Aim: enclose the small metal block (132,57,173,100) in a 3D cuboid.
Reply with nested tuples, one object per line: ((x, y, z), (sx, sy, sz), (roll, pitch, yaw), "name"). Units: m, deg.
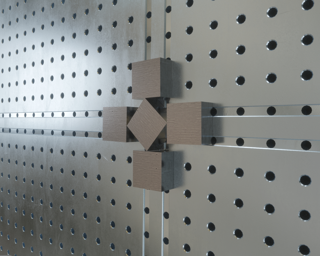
((-0.011, -0.064, 0.416), (0.050, 0.025, 0.050), (-1, 90, 39), "small metal block")

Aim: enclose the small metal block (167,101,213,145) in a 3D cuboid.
((0.036, -0.005, 0.378), (0.050, 0.025, 0.050), (0, 90, 39), "small metal block")

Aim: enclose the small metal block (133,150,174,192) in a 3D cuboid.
((-0.009, 0.055, 0.415), (0.050, 0.025, 0.050), (1, 90, 39), "small metal block")

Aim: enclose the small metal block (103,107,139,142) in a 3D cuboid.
((-0.058, -0.006, 0.454), (0.050, 0.025, 0.050), (2, 91, 39), "small metal block")

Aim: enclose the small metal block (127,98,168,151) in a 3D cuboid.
((-0.011, -0.005, 0.416), (0.050, 0.025, 0.050), (50, 119, 28), "small metal block")
